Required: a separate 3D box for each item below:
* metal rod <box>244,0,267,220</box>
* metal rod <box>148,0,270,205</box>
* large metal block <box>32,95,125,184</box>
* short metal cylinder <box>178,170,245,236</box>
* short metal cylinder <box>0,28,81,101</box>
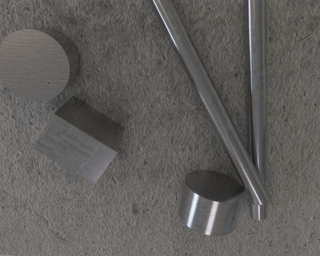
[{"bbox_3d":[0.127,-0.010,0.407,0.025,0.025,0.298,-7,110,2],"label":"metal rod"},{"bbox_3d":[0.065,-0.031,0.385,0.025,0.025,0.299,-27,103,9],"label":"metal rod"},{"bbox_3d":[-0.095,0.011,0.384,0.080,0.080,0.050,33,107,-12],"label":"large metal block"},{"bbox_3d":[0.068,0.098,0.417,0.081,0.080,0.050,9,110,-3],"label":"short metal cylinder"},{"bbox_3d":[-0.141,-0.077,0.367,0.081,0.050,0.079,0,110,0],"label":"short metal cylinder"}]
